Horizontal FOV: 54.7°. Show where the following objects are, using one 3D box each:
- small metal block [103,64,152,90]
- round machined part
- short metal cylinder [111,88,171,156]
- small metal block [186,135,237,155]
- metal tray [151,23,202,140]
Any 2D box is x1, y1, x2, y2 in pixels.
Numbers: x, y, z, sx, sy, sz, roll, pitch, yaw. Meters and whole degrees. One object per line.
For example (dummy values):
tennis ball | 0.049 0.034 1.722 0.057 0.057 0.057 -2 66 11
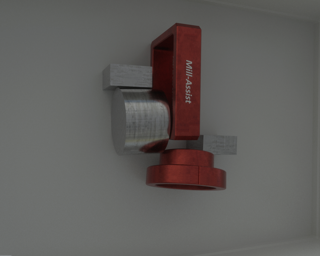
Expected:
small metal block | -0.041 -0.061 0.383 0.050 0.050 0.025 0 90 -20
round machined part | 0.033 0.053 0.387 0.099 0.098 0.042 9 74 -20
short metal cylinder | -0.026 -0.008 0.373 0.050 0.080 0.079 -1 91 -20
small metal block | 0.070 0.022 0.424 0.050 0.050 0.025 2 89 -20
metal tray | 0.016 -0.051 0.382 0.030 0.090 0.129 1 90 -20
